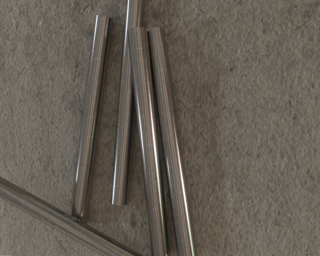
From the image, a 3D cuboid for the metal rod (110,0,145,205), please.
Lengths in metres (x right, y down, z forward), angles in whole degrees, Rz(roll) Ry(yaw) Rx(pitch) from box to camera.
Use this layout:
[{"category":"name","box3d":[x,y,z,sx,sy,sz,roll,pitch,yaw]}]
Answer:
[{"category":"metal rod","box3d":[-0.044,-0.045,0.423,0.025,0.025,0.298,5,92,19]}]

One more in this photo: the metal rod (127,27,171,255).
[{"category":"metal rod","box3d":[-0.014,0.023,0.402,0.025,0.025,0.298,-5,92,19]}]

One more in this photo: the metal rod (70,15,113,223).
[{"category":"metal rod","box3d":[-0.099,-0.007,0.442,0.025,0.025,0.298,9,93,19]}]

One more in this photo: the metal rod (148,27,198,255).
[{"category":"metal rod","box3d":[0.014,0.018,0.403,0.025,0.025,0.298,-9,87,19]}]

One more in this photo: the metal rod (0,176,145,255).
[{"category":"metal rod","box3d":[-0.105,0.143,0.420,0.301,0.025,0.025,26,99,8]}]
